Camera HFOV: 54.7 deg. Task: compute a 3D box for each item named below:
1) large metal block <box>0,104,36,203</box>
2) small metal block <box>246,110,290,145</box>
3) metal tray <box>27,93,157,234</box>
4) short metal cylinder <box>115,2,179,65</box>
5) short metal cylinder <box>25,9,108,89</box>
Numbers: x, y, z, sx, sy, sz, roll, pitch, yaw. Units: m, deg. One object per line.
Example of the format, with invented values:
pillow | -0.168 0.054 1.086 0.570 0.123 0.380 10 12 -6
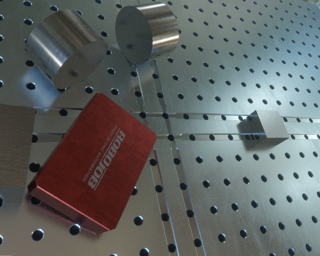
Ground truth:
large metal block | -0.166 0.022 0.289 0.081 0.050 0.080 9 58 -24
small metal block | 0.175 -0.001 0.503 0.050 0.025 0.050 1 61 -28
metal tray | -0.066 0.035 0.338 0.090 0.030 0.130 38 50 -16
short metal cylinder | -0.020 -0.136 0.446 0.050 0.080 0.080 -27 77 -37
short metal cylinder | -0.110 -0.093 0.370 0.050 0.080 0.080 47 51 4
